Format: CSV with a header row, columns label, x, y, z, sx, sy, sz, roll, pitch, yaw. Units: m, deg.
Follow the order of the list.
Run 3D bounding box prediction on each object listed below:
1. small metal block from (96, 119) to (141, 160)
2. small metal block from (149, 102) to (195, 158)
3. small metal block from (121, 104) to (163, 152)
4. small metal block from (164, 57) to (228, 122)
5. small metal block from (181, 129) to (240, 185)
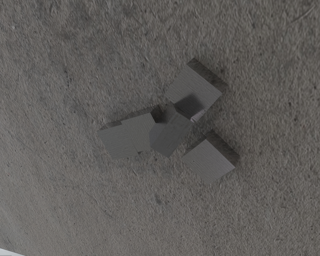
label,x,y,z,sx,sy,sz,roll,pitch,yaw
small metal block,-0.055,0.016,0.445,0.050,0.025,0.050,-14,111,34
small metal block,0.012,0.001,0.367,0.025,0.050,0.050,33,102,-13
small metal block,-0.016,0.001,0.416,0.050,0.025,0.050,-14,111,34
small metal block,0.041,-0.044,0.358,0.050,0.025,0.050,39,129,1
small metal block,0.064,0.038,0.396,0.050,0.025,0.050,44,129,-3
